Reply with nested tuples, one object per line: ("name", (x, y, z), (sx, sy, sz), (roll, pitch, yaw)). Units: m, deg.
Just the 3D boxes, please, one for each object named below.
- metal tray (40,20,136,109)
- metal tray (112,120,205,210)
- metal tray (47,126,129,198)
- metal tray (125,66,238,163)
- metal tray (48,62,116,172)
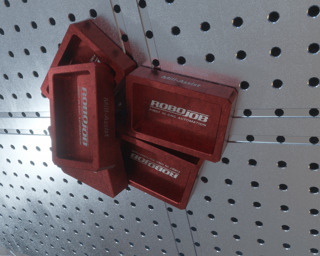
("metal tray", (-0.101, -0.066, 0.420), (0.090, 0.030, 0.129), (43, 129, -1))
("metal tray", (-0.009, 0.053, 0.445), (0.130, 0.030, 0.089), (23, 128, 14))
("metal tray", (-0.111, 0.044, 0.472), (0.130, 0.030, 0.089), (16, 127, 36))
("metal tray", (0.021, -0.017, 0.385), (0.130, 0.030, 0.089), (17, 126, 18))
("metal tray", (-0.101, -0.015, 0.397), (0.090, 0.030, 0.129), (2, 96, 35))
